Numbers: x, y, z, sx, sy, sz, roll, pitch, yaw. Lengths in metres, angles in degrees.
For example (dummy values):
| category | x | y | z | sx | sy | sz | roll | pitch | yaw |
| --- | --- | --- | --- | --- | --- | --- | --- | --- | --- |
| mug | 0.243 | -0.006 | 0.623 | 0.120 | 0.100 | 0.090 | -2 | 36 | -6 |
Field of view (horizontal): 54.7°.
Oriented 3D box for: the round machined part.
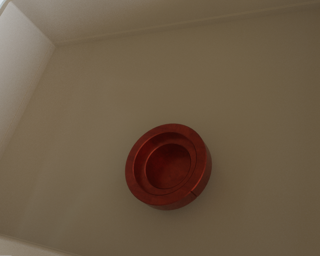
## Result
| category | x | y | z | sx | sy | sz | roll | pitch | yaw |
| --- | --- | --- | --- | --- | --- | --- | --- | --- | --- |
| round machined part | 0.013 | 0.047 | 0.358 | 0.098 | 0.042 | 0.098 | -13 | 56 | 20 |
